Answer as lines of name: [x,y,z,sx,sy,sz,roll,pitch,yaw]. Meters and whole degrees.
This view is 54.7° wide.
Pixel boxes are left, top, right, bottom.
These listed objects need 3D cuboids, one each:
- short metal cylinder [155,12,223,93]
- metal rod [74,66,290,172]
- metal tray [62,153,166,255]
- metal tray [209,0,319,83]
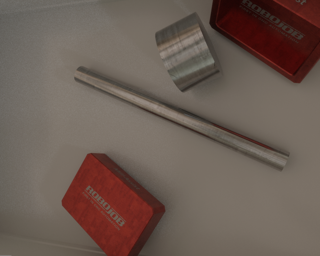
short metal cylinder: [0.036,-0.089,0.368,0.050,0.080,0.080,-23,83,18]
metal rod: [0.015,-0.019,0.404,0.301,0.025,0.025,24,98,18]
metal tray: [-0.067,0.104,0.416,0.130,0.030,0.090,36,101,28]
metal tray: [0.117,-0.114,0.332,0.130,0.090,0.030,39,76,15]
